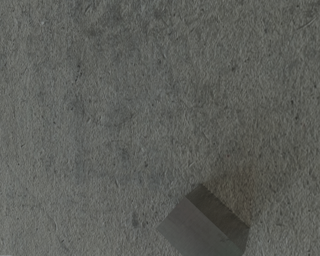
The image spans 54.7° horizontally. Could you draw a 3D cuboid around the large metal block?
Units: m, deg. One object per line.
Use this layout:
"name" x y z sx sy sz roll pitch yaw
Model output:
"large metal block" 0.053 0.117 0.361 0.080 0.080 0.050 42 103 15
